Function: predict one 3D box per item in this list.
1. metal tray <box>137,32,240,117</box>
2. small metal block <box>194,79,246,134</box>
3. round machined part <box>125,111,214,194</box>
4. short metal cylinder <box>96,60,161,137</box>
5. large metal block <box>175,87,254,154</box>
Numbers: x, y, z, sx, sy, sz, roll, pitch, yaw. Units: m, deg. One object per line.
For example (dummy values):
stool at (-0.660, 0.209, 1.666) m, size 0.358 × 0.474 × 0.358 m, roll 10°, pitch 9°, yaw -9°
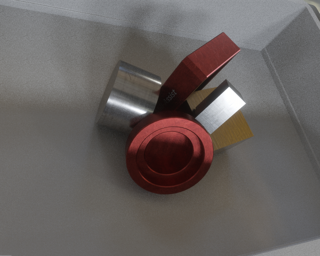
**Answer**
metal tray at (0.032, -0.053, 0.387) m, size 0.030 × 0.129 × 0.091 m, roll 47°, pitch 51°, yaw 3°
small metal block at (0.067, -0.026, 0.354) m, size 0.025 × 0.050 × 0.050 m, roll 44°, pitch 19°, yaw -7°
round machined part at (0.009, 0.025, 0.360) m, size 0.099 × 0.097 × 0.042 m, roll 19°, pitch 19°, yaw -18°
short metal cylinder at (-0.039, -0.034, 0.369) m, size 0.050 × 0.080 × 0.080 m, roll 21°, pitch 54°, yaw -17°
large metal block at (0.066, -0.006, 0.419) m, size 0.081 × 0.050 × 0.080 m, roll -15°, pitch 74°, yaw -34°
